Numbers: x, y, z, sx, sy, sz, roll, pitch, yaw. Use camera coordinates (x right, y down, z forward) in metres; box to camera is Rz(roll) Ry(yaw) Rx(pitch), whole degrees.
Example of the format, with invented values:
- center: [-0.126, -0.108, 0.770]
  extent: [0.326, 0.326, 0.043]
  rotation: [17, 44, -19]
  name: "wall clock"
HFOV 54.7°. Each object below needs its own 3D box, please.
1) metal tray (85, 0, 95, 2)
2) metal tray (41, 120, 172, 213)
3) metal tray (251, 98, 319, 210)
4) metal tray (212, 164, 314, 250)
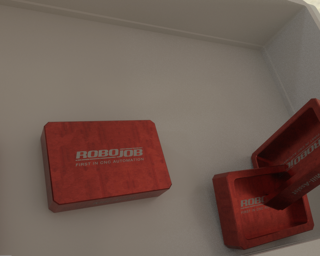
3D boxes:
- center: [-0.136, -0.269, 0.497]
  extent: [0.091, 0.030, 0.130]
  rotation: [17, 55, -19]
  name: "metal tray"
- center: [-0.059, 0.038, 0.349]
  extent: [0.131, 0.030, 0.090]
  rotation: [-2, 63, -30]
  name: "metal tray"
- center: [0.178, 0.036, 0.404]
  extent: [0.030, 0.129, 0.090]
  rotation: [21, 41, -17]
  name: "metal tray"
- center: [0.136, 0.097, 0.403]
  extent: [0.131, 0.030, 0.090]
  rotation: [-2, 76, -28]
  name: "metal tray"
